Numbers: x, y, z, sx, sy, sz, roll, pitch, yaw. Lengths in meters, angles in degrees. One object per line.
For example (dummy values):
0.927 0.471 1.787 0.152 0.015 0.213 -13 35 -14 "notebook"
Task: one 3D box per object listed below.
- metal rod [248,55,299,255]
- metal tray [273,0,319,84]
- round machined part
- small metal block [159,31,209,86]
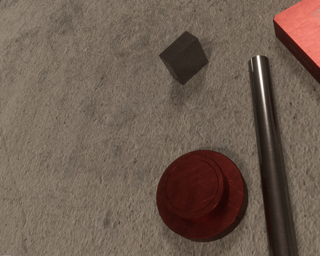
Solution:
0.115 0.047 0.314 0.025 0.025 0.299 -10 57 22 "metal rod"
0.205 -0.106 0.358 0.090 0.030 0.130 -28 52 9 "metal tray"
0.040 0.067 0.330 0.098 0.042 0.098 -13 56 20 "round machined part"
0.034 -0.095 0.428 0.050 0.050 0.025 -43 51 -1 "small metal block"
